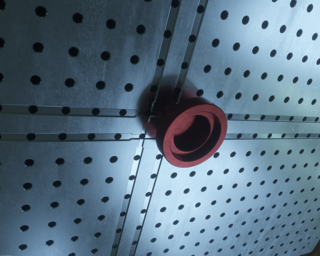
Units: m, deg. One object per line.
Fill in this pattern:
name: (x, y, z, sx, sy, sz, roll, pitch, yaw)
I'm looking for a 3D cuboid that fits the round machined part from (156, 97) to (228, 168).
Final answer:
round machined part: (0.039, 0.002, 0.422, 0.099, 0.042, 0.097, -14, 124, -21)
